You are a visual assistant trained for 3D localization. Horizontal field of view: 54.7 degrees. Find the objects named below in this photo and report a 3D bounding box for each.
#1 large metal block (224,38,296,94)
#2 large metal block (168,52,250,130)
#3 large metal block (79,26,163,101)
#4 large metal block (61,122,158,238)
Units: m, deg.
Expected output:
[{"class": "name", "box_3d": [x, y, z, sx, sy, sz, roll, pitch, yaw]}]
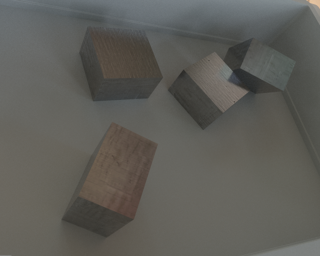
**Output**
[{"class": "large metal block", "box_3d": [0.154, -0.097, 0.503, 0.080, 0.080, 0.050, 24, 87, -14]}, {"class": "large metal block", "box_3d": [0.074, -0.057, 0.464, 0.080, 0.050, 0.081, 49, 51, 6]}, {"class": "large metal block", "box_3d": [-0.053, -0.085, 0.412, 0.081, 0.050, 0.080, -6, 65, -31]}, {"class": "large metal block", "box_3d": [-0.051, 0.054, 0.310, 0.050, 0.080, 0.080, 27, 52, -12]}]
